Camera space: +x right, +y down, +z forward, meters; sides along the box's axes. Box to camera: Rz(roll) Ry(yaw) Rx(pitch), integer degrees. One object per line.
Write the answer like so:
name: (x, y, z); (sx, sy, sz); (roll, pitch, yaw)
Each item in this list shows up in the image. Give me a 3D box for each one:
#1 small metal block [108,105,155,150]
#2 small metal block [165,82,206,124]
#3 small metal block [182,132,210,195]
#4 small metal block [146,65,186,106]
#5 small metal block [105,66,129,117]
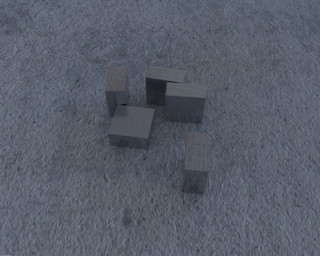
small metal block: (-0.036, -0.001, 0.404); (0.050, 0.025, 0.050); (7, 51, 6)
small metal block: (0.033, -0.033, 0.415); (0.050, 0.050, 0.025); (4, 50, 3)
small metal block: (0.041, 0.041, 0.353); (0.025, 0.050, 0.050); (5, 50, 4)
small metal block: (0.008, -0.057, 0.434); (0.050, 0.050, 0.025); (10, 51, 8)
small metal block: (-0.058, -0.050, 0.428); (0.025, 0.050, 0.050); (-1, 50, -1)
